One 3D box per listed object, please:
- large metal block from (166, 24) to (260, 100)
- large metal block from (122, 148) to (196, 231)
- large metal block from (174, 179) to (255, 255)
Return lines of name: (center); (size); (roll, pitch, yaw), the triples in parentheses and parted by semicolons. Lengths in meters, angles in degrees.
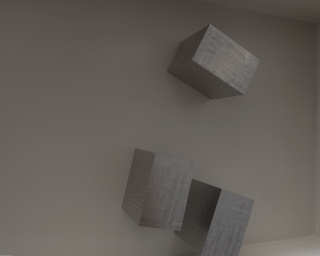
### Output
large metal block: (0.067, -0.082, 0.407); (0.080, 0.080, 0.050); (29, 80, -18)
large metal block: (-0.005, 0.072, 0.381); (0.050, 0.080, 0.080); (15, 85, -20)
large metal block: (0.069, 0.118, 0.408); (0.050, 0.080, 0.080); (21, 83, -19)
